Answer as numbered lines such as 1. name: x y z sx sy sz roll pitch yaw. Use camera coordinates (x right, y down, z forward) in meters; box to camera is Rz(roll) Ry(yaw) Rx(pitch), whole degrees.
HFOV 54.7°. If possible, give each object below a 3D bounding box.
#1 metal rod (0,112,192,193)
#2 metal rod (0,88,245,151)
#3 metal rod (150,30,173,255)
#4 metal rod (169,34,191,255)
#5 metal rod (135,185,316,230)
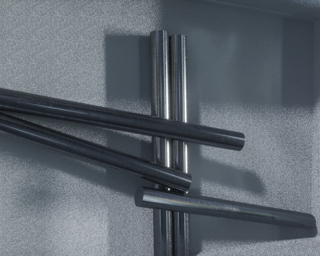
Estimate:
1. metal rod: -0.103 0.021 0.358 0.302 0.025 0.025 20 83 -14
2. metal rod: -0.039 -0.007 0.375 0.302 0.025 0.025 10 87 -13
3. metal rod: 0.002 0.024 0.409 0.025 0.025 0.298 -1 91 -20
4. metal rod: 0.026 0.026 0.418 0.025 0.025 0.298 -1 91 -20
5. metal rod: 0.107 0.115 0.432 0.302 0.025 0.025 15 85 -25
